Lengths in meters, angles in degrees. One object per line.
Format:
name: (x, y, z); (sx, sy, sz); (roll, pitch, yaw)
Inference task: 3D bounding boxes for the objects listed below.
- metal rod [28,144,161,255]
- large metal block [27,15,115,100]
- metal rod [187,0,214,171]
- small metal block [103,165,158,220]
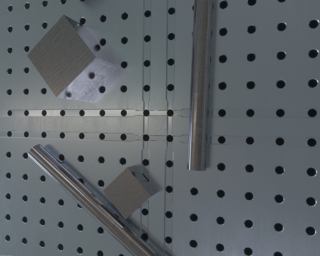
metal rod: (-0.080, 0.124, 0.440); (0.300, 0.025, 0.025); (38, 102, 16)
large metal block: (-0.127, -0.098, 0.444); (0.080, 0.050, 0.080); (-41, 77, 15)
metal rod: (0.053, -0.096, 0.393); (0.025, 0.025, 0.298); (3, 91, 20)
small metal block: (-0.041, 0.088, 0.427); (0.050, 0.025, 0.050); (-45, 76, 14)
